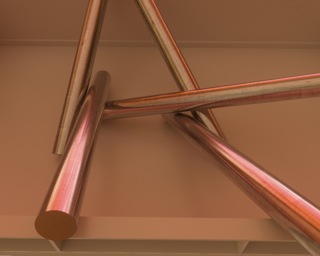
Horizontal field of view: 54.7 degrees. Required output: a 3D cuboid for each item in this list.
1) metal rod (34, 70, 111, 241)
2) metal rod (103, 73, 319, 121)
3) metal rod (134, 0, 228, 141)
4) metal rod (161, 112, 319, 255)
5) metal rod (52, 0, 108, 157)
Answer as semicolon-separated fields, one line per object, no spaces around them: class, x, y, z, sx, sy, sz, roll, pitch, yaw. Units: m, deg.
metal rod;-0.074;-0.007;0.323;0.025;0.025;0.300;-3;26;-3
metal rod;0.038;-0.033;0.370;0.301;0.025;0.025;-5;47;21
metal rod;0.015;-0.097;0.409;0.025;0.025;0.299;-22;78;-17
metal rod;0.057;0.024;0.290;0.025;0.025;0.300;-15;22;-12
metal rod;-0.096;-0.110;0.412;0.025;0.025;0.299;8;77;6
